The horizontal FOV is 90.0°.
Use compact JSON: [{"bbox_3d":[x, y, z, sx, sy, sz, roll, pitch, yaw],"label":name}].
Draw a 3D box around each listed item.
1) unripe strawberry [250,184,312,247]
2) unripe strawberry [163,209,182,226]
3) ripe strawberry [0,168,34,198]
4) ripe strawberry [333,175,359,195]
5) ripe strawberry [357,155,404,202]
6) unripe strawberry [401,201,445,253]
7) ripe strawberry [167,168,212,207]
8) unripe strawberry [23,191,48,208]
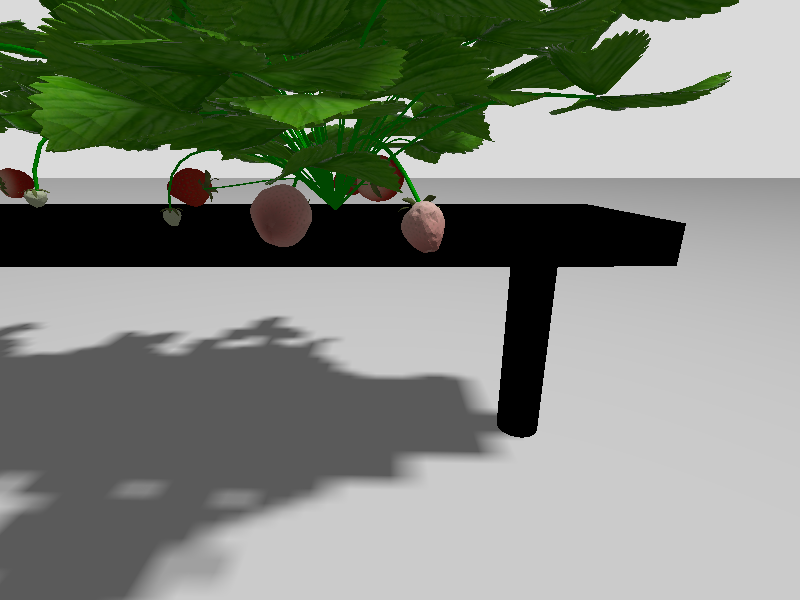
[{"bbox_3d":[-0.053,-0.036,0.177,0.026,0.028,0.029,0,22,-1],"label":"unripe strawberry"},{"bbox_3d":[-0.135,-0.049,0.238,0.011,0.010,0.010,13,22,34],"label":"unripe strawberry"},{"bbox_3d":[-0.445,-0.136,0.465,0.029,0.033,0.032,8,19,23],"label":"ripe strawberry"},{"bbox_3d":[-0.063,-0.147,0.496,0.038,0.033,0.038,-1,18,-3],"label":"ripe strawberry"},{"bbox_3d":[-0.019,-0.125,0.411,0.051,0.045,0.046,8,19,23],"label":"ripe strawberry"},{"bbox_3d":[0.010,-0.029,0.163,0.018,0.020,0.021,-6,-15,-18],"label":"unripe strawberry"},{"bbox_3d":[-0.189,-0.100,0.358,0.034,0.033,0.037,2,18,9],"label":"ripe strawberry"},{"bbox_3d":[-0.205,-0.057,0.225,0.010,0.010,0.009,-14,23,-36],"label":"unripe strawberry"}]
